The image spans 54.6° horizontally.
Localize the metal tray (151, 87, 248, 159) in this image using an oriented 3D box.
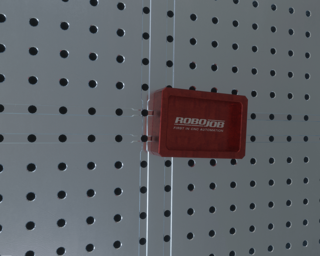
[{"bbox_3d":[0.057,-0.004,0.430,0.131,0.030,0.090,4,89,-20],"label":"metal tray"}]
